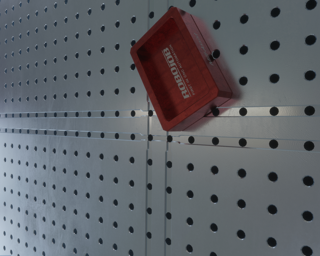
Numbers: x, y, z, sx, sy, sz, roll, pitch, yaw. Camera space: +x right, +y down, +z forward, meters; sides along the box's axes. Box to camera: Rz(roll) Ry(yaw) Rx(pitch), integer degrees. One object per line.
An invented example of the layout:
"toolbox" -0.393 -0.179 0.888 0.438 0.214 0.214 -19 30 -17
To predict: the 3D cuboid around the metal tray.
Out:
"metal tray" 0.021 -0.071 0.389 0.090 0.030 0.130 -36 68 34
